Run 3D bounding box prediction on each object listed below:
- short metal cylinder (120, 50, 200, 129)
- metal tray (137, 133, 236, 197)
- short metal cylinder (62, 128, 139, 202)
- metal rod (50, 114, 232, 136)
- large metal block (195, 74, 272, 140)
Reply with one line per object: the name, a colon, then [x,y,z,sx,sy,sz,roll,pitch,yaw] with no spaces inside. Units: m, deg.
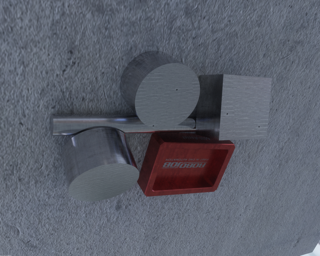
short metal cylinder: [-0.001,-0.045,0.364,0.081,0.050,0.079,-14,124,-21]
metal tray: [0.040,0.054,0.459,0.131,0.030,0.089,3,117,-30]
short metal cylinder: [-0.070,0.044,0.365,0.081,0.050,0.080,-15,145,-11]
metal rod: [0.014,-0.006,0.414,0.303,0.025,0.025,-1,119,-28]
large metal block: [0.097,-0.028,0.412,0.081,0.050,0.079,-1,98,-28]
